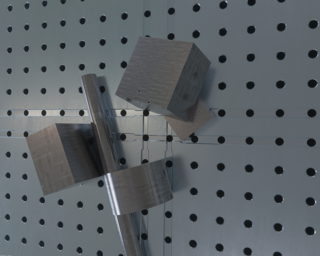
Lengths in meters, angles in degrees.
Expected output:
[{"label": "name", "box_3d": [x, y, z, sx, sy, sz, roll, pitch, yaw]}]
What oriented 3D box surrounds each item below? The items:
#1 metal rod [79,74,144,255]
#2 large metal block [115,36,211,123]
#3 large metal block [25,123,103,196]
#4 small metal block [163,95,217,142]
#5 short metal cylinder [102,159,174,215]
[{"label": "metal rod", "box_3d": [-0.065, 0.069, 0.435, 0.025, 0.025, 0.298, -17, 84, 19]}, {"label": "large metal block", "box_3d": [0.004, -0.060, 0.379, 0.080, 0.050, 0.080, 18, 84, 35]}, {"label": "large metal block", "box_3d": [-0.125, 0.040, 0.427, 0.050, 0.080, 0.080, -23, 83, 18]}, {"label": "small metal block", "box_3d": [0.036, -0.018, 0.400, 0.050, 0.025, 0.050, -39, 78, 16]}, {"label": "short metal cylinder", "box_3d": [-0.028, 0.073, 0.393, 0.080, 0.080, 0.050, -16, 85, 19]}]
